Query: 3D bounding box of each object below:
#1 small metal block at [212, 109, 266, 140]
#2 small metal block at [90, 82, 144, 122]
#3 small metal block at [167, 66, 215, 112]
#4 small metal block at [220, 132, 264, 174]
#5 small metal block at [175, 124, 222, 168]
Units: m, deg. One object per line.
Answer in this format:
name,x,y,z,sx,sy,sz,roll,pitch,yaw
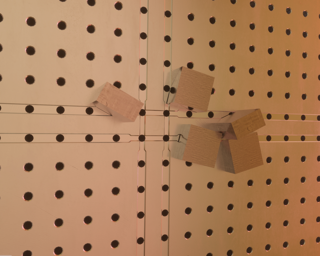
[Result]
small metal block,0.112,-0.006,0.442,0.050,0.050,0.025,-25,99,-19
small metal block,-0.054,-0.030,0.380,0.050,0.050,0.025,30,80,-18
small metal block,0.043,-0.052,0.430,0.050,0.025,0.050,15,85,-20
small metal block,0.121,0.036,0.459,0.050,0.025,0.050,-14,95,-20
small metal block,0.054,0.025,0.434,0.050,0.025,0.050,16,85,-20
